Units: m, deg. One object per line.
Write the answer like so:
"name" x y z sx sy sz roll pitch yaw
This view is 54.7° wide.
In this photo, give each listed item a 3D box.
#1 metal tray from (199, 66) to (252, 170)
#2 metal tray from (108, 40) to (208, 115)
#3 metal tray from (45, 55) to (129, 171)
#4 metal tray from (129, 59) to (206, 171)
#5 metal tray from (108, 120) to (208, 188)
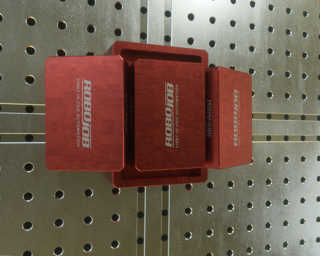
"metal tray" 0.092 -0.013 0.425 0.091 0.030 0.129 -1 91 -47
"metal tray" -0.001 -0.061 0.410 0.131 0.030 0.089 0 90 -21
"metal tray" -0.084 -0.017 0.360 0.091 0.030 0.129 0 90 5
"metal tray" 0.009 -0.015 0.382 0.091 0.030 0.129 0 90 -21
"metal tray" -0.001 0.029 0.411 0.131 0.030 0.089 0 90 -21
